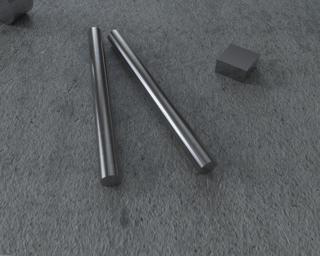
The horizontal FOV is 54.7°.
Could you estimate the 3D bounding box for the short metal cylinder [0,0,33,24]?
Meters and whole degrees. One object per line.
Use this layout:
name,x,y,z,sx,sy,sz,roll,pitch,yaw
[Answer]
short metal cylinder,-0.282,-0.238,0.564,0.080,0.080,0.050,21,53,16

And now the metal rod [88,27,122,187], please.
metal rod,-0.085,-0.052,0.445,0.025,0.025,0.300,-8,51,-7

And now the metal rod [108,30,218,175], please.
metal rod,-0.011,-0.056,0.449,0.025,0.025,0.300,-21,53,-17

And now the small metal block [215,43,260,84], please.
small metal block,0.123,-0.103,0.492,0.050,0.025,0.050,28,55,21
